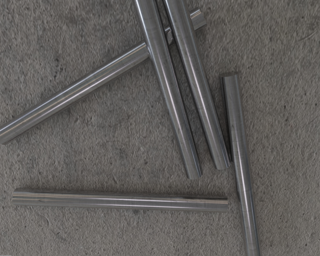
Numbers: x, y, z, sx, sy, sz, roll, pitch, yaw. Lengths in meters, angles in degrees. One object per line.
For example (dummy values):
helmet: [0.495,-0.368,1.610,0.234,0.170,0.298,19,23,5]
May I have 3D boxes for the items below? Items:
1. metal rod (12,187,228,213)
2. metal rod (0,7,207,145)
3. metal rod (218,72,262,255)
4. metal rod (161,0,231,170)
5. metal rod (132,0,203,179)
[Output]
metal rod: [-0.055,0.104,0.447,0.302,0.025,0.025,2,110,-1]
metal rod: [-0.081,-0.059,0.387,0.300,0.025,0.025,-29,108,10]
metal rod: [0.117,0.070,0.436,0.025,0.025,0.298,-12,110,4]
metal rod: [0.038,-0.074,0.360,0.025,0.025,0.299,-18,118,6]
metal rod: [0.007,-0.061,0.364,0.025,0.025,0.298,-15,118,5]
